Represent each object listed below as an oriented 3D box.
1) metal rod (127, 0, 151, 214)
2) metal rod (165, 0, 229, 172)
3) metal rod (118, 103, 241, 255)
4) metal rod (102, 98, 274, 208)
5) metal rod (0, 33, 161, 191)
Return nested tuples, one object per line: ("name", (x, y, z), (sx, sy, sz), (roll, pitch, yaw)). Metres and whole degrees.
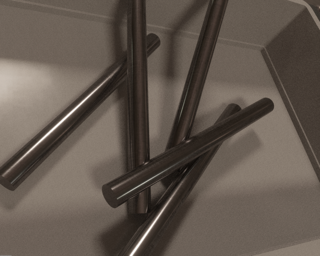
("metal rod", (-0.027, -0.050, 0.378), (0.025, 0.025, 0.299), (6, 73, -26))
("metal rod", (0.055, -0.089, 0.414), (0.025, 0.025, 0.299), (21, 78, -17))
("metal rod", (0.041, 0.053, 0.386), (0.025, 0.025, 0.301), (43, 47, 1))
("metal rod", (0.059, 0.015, 0.389), (0.302, 0.025, 0.025), (-25, 76, -38))
("metal rod", (-0.079, -0.043, 0.389), (0.025, 0.025, 0.301), (39, 51, -3))
